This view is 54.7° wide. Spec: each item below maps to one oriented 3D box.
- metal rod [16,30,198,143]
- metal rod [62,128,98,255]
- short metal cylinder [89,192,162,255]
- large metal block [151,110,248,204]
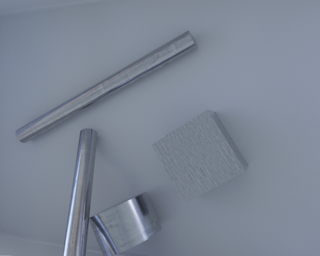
[{"bbox_3d":[-0.087,-0.051,0.439,0.300,0.025,0.025,-26,82,17],"label":"metal rod"},{"bbox_3d":[-0.096,0.125,0.355,0.025,0.025,0.300,-19,49,19],"label":"metal rod"},{"bbox_3d":[-0.044,0.121,0.396,0.080,0.080,0.050,-27,81,18],"label":"short metal cylinder"},{"bbox_3d":[0.050,0.034,0.379,0.080,0.050,0.080,-33,80,16],"label":"large metal block"}]
